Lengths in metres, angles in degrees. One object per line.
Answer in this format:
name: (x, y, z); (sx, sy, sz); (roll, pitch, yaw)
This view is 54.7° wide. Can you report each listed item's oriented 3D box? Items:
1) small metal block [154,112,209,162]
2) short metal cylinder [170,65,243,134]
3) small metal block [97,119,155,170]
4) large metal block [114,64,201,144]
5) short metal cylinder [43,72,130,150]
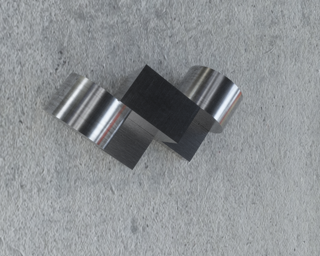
small metal block: (0.030, 0.011, 0.422); (0.050, 0.025, 0.050); (37, 78, -17)
short metal cylinder: (0.059, -0.036, 0.403); (0.080, 0.080, 0.050); (37, 78, -17)
small metal block: (-0.044, 0.018, 0.395); (0.050, 0.025, 0.050); (37, 78, -17)
large metal block: (-0.011, -0.026, 0.378); (0.080, 0.080, 0.050); (37, 78, -17)
short metal cylinder: (-0.082, -0.018, 0.351); (0.080, 0.080, 0.050); (37, 78, -17)
